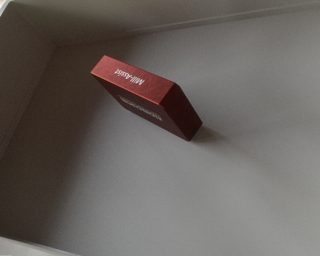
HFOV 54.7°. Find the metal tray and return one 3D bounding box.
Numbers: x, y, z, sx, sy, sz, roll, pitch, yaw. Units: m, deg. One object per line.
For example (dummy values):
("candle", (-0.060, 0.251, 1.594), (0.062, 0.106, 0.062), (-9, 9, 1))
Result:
("metal tray", (-0.017, -0.038, 0.391), (0.130, 0.090, 0.030), (28, 77, 36))
